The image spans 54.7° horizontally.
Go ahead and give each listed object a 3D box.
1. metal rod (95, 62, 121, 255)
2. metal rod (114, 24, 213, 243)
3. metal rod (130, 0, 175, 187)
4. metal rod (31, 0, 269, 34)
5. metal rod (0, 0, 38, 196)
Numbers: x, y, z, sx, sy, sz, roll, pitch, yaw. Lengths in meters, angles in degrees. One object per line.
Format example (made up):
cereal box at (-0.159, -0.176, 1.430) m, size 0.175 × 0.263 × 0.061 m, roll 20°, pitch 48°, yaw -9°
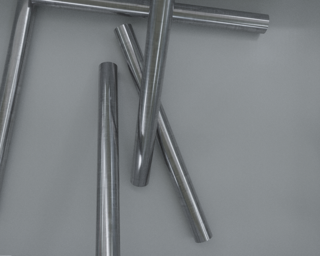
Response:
metal rod at (-0.059, 0.054, 0.349) m, size 0.025 × 0.025 × 0.299 m, roll -4°, pitch 65°, yaw 0°
metal rod at (0.004, 0.007, 0.411) m, size 0.025 × 0.025 × 0.299 m, roll -21°, pitch 90°, yaw 0°
metal rod at (-0.008, -0.062, 0.349) m, size 0.025 × 0.025 × 0.298 m, roll 8°, pitch 115°, yaw 0°
metal rod at (-0.010, -0.153, 0.402) m, size 0.302 × 0.025 × 0.025 m, roll 6°, pitch 90°, yaw -4°
metal rod at (-0.201, -0.031, 0.409) m, size 0.025 × 0.025 × 0.298 m, roll 11°, pitch 90°, yaw 0°
